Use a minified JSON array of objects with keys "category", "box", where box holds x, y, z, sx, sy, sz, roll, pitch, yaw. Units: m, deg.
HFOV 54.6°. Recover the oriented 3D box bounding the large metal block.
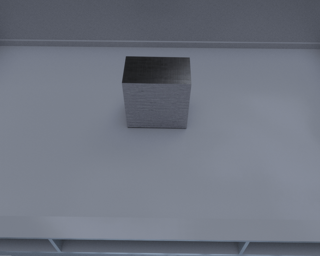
[{"category":"large metal block","box":[-0.003,-0.045,0.405,0.080,0.080,0.050,1,50,0]}]
